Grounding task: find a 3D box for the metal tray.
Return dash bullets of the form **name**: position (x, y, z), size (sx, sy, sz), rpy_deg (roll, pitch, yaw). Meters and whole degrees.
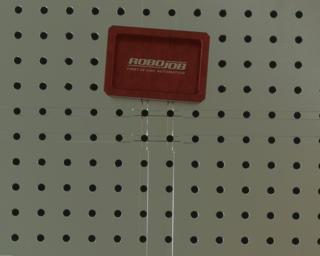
- **metal tray**: position (-0.004, -0.082, 0.410), size (0.131, 0.030, 0.090), rpy_deg (4, 90, 0)
